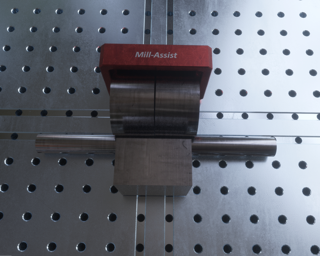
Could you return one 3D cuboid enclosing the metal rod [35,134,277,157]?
[{"bbox_3d":[-0.005,0.022,0.399,0.302,0.025,0.025,1,70,0],"label":"metal rod"}]

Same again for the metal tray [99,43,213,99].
[{"bbox_3d":[-0.004,-0.069,0.398,0.131,0.090,0.030,1,70,0],"label":"metal tray"}]

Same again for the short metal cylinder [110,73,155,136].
[{"bbox_3d":[-0.032,-0.030,0.390,0.050,0.080,0.080,1,70,0],"label":"short metal cylinder"}]

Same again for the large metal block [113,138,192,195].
[{"bbox_3d":[-0.007,0.048,0.360,0.081,0.080,0.050,1,70,0],"label":"large metal block"}]

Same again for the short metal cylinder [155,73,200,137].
[{"bbox_3d":[0.020,-0.029,0.390,0.050,0.080,0.080,2,70,0],"label":"short metal cylinder"}]
